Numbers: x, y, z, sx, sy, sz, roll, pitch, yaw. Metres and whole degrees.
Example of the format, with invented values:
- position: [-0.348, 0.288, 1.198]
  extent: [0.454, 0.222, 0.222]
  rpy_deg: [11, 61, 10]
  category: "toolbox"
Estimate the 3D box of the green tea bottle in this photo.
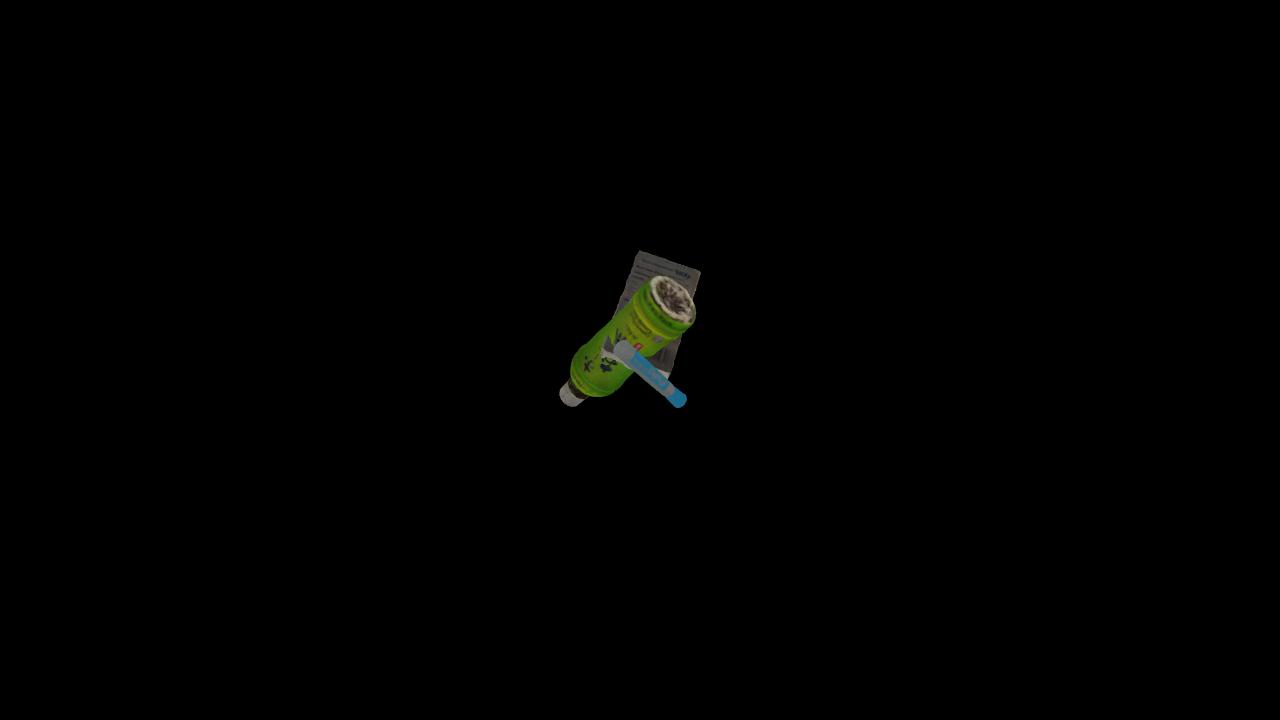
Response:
- position: [-0.026, -0.009, 0.721]
  extent: [0.073, 0.073, 0.212]
  rpy_deg: [0, -35, -46]
  category: "green tea bottle"

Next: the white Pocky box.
- position: [0.015, -0.055, 0.727]
  extent: [0.084, 0.154, 0.028]
  rpy_deg: [19, -31, -2]
  category: "white Pocky box"

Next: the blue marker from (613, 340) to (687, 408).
- position: [0.014, 0.019, 0.672]
  extent: [0.020, 0.020, 0.121]
  rpy_deg: [0, -32, 43]
  category: "blue marker"
